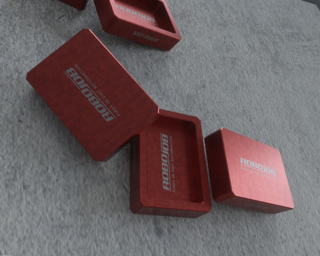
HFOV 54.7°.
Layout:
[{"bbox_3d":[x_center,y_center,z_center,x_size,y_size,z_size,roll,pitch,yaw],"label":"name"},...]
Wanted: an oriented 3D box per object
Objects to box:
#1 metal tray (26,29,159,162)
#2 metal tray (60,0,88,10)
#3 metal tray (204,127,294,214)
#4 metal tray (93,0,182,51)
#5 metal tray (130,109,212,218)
[{"bbox_3d":[-0.075,-0.037,0.354,0.090,0.030,0.130,-41,84,-5],"label":"metal tray"},{"bbox_3d":[-0.140,-0.249,0.477,0.091,0.030,0.130,22,53,-16],"label":"metal tray"},{"bbox_3d":[0.120,0.060,0.412,0.131,0.030,0.090,19,53,-34],"label":"metal tray"},{"bbox_3d":[-0.034,-0.173,0.468,0.131,0.030,0.090,3,60,-44],"label":"metal tray"},{"bbox_3d":[0.011,0.040,0.383,0.091,0.030,0.130,11,57,-23],"label":"metal tray"}]
